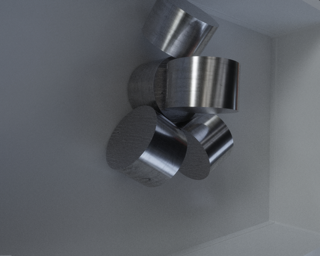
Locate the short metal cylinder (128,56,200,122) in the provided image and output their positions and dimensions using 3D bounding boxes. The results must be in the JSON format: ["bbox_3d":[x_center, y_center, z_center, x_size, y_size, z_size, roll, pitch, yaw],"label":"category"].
[{"bbox_3d":[0.007,-0.047,0.393,0.081,0.050,0.080,0,90,-40],"label":"short metal cylinder"}]

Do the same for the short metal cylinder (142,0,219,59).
[{"bbox_3d":[0.025,-0.124,0.381,0.081,0.080,0.050,5,130,-40],"label":"short metal cylinder"}]

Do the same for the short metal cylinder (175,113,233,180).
[{"bbox_3d":[0.049,0.021,0.409,0.050,0.080,0.080,-35,112,-34],"label":"short metal cylinder"}]

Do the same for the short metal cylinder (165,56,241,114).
[{"bbox_3d":[0.047,-0.044,0.342,0.081,0.080,0.050,4,88,-40],"label":"short metal cylinder"}]

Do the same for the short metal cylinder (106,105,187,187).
[{"bbox_3d":[-0.016,0.021,0.355,0.050,0.080,0.080,36,68,-34],"label":"short metal cylinder"}]
